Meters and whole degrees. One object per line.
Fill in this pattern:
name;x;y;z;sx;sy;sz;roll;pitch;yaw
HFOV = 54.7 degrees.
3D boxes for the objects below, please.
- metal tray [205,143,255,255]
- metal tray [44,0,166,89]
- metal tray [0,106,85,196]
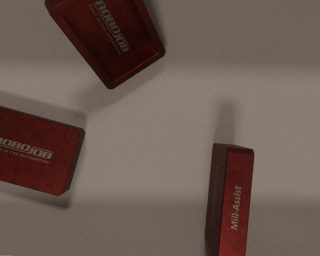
metal tray;0.082;0.086;0.380;0.030;0.090;0.129;5;90;0
metal tray;-0.056;-0.114;0.362;0.090;0.130;0.030;-34;52;0
metal tray;-0.175;0.028;0.407;0.131;0.030;0.090;15;90;-1
